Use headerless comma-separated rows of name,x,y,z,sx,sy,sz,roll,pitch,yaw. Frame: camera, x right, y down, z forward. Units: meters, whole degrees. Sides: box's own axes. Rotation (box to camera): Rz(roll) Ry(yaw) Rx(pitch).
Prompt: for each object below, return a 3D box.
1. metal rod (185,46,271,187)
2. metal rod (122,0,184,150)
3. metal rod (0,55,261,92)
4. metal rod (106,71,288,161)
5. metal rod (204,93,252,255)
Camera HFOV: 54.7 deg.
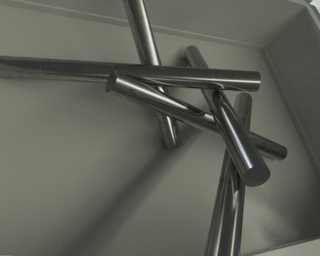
metal rod,0.068,-0.042,0.391,0.025,0.025,0.300,18,30,-18
metal rod,-0.022,-0.117,0.380,0.025,0.025,0.298,-23,102,-37
metal rod,-0.034,-0.063,0.362,0.302,0.025,0.025,3,58,-4
metal rod,0.069,-0.005,0.408,0.302,0.025,0.025,20,53,-32
metal rod,0.083,0.029,0.336,0.025,0.025,0.301,37,33,-4
